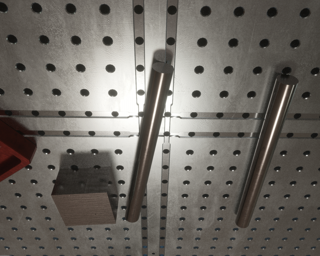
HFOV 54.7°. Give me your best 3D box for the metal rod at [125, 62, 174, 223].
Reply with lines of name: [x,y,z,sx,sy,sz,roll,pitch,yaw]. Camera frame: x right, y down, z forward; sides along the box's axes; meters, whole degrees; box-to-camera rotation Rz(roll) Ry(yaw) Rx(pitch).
metal rod: [-0.023,0.043,0.447,0.025,0.025,0.298,7,130,-7]

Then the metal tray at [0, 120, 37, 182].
metal tray: [-0.254,0.039,0.437,0.130,0.030,0.090,-29,125,22]

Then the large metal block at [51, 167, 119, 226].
large metal block: [-0.113,0.108,0.486,0.080,0.050,0.079,-3,130,2]

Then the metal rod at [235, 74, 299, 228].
metal rod: [0.149,0.056,0.461,0.025,0.025,0.298,0,130,-1]
